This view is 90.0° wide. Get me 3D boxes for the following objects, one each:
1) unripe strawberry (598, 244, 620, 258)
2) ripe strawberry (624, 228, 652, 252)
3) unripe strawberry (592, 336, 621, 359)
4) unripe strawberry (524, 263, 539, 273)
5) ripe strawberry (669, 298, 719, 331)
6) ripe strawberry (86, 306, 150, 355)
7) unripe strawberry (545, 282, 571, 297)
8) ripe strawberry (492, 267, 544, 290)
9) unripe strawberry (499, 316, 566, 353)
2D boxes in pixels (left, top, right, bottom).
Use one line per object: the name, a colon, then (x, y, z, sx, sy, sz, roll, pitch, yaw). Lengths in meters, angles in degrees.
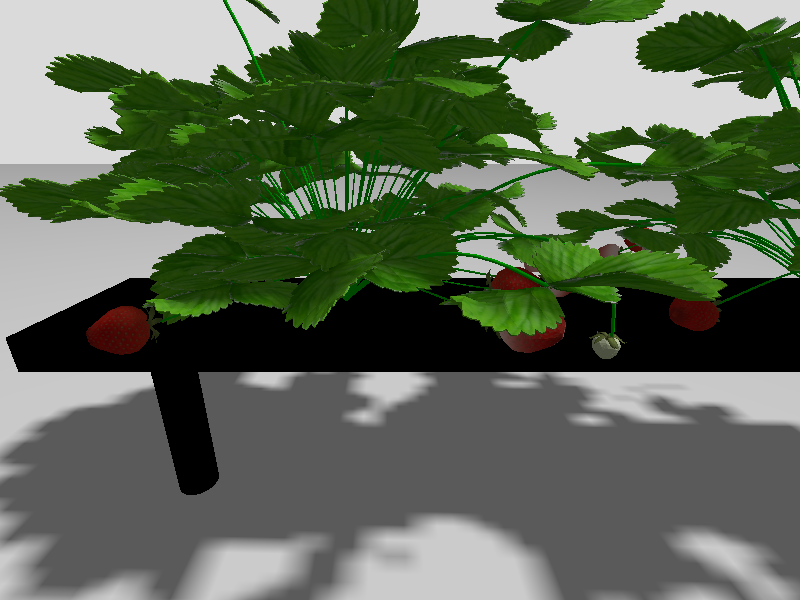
unripe strawberry: (0.261, -0.060, 0.501, 0.024, 0.021, 0.024, -19, 24, -41)
ripe strawberry: (0.325, -0.081, 0.543, 0.037, 0.032, 0.037, -8, 9, -20)
unripe strawberry: (0.134, 0.031, 0.261, 0.017, 0.016, 0.015, 13, 24, 30)
unripe strawberry: (0.155, -0.045, 0.456, 0.033, 0.032, 0.030, -43, 0, 29)
ripe strawberry: (0.224, 0.009, 0.309, 0.032, 0.028, 0.032, -8, 22, -19)
ripe strawberry: (-0.191, 0.021, 0.273, 0.036, 0.031, 0.036, -15, 25, -33)
unripe strawberry: (0.152, -0.015, 0.377, 0.026, 0.026, 0.029, 0, 21, -3)
ripe strawberry: (0.101, -0.010, 0.344, 0.045, 0.038, 0.044, 4, 21, 9)
unripe strawberry: (0.090, 0.016, 0.274, 0.045, 0.038, 0.045, 15, 25, 33)
